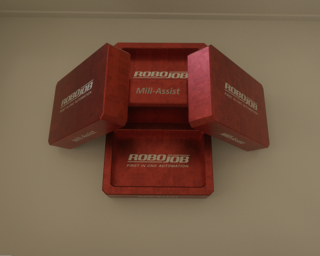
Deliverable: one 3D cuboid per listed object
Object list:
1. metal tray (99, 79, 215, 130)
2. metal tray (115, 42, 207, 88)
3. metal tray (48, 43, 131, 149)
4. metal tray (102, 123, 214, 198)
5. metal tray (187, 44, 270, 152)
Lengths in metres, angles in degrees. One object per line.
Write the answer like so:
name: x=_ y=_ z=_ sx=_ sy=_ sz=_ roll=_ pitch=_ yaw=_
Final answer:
metal tray: x=-0.003 y=-0.026 z=0.383 sx=0.131 sy=0.090 sz=0.030 roll=1 pitch=70 yaw=-1
metal tray: x=0.002 y=-0.073 z=0.431 sx=0.131 sy=0.030 sz=0.090 roll=0 pitch=70 yaw=-1
metal tray: x=-0.087 y=-0.032 z=0.370 sx=0.030 sy=0.130 sz=0.090 roll=18 pitch=64 yaw=-39
metal tray: x=-0.002 y=0.041 z=0.388 sx=0.131 sy=0.030 sz=0.090 roll=1 pitch=70 yaw=-1
metal tray: x=0.085 y=-0.030 z=0.370 sx=0.030 sy=0.131 sz=0.090 roll=-17 pitch=64 yaw=40
